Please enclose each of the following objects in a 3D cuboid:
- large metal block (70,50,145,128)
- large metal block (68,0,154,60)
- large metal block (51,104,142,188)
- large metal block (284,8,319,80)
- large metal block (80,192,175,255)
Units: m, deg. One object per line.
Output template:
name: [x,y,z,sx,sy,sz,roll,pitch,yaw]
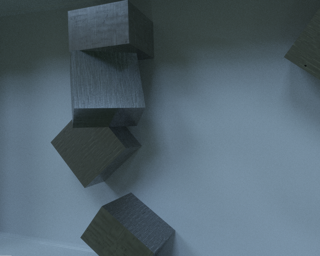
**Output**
large metal block: [-0.068,-0.048,0.386,0.081,0.050,0.080,-2,65,-18]
large metal block: [-0.060,-0.119,0.401,0.080,0.080,0.050,-2,89,19]
large metal block: [-0.087,0.022,0.427,0.080,0.050,0.080,-44,77,14]
large metal block: [0.191,-0.087,0.317,0.080,0.050,0.079,39,122,15]
large metal block: [-0.037,0.135,0.393,0.080,0.080,0.050,37,102,16]
